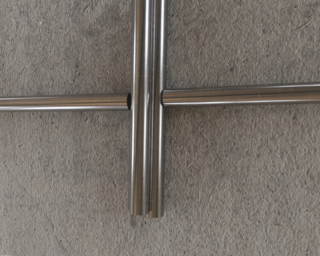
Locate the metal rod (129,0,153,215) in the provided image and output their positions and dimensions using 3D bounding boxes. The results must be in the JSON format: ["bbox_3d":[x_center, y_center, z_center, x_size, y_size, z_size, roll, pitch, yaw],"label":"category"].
[{"bbox_3d":[-0.024,-0.041,0.396,0.025,0.025,0.298,1,90,19],"label":"metal rod"}]

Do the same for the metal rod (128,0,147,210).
[{"bbox_3d":[-0.028,-0.039,0.420,0.025,0.025,0.298,1,90,19],"label":"metal rod"}]

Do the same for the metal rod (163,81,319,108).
[{"bbox_3d":[0.150,-0.040,0.357,0.301,0.025,0.025,0,90,19],"label":"metal rod"}]

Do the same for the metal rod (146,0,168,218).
[{"bbox_3d":[-0.004,-0.033,0.412,0.025,0.025,0.298,1,90,19],"label":"metal rod"}]

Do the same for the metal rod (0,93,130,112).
[{"bbox_3d":[-0.182,-0.037,0.472,0.301,0.025,0.025,1,90,19],"label":"metal rod"}]
